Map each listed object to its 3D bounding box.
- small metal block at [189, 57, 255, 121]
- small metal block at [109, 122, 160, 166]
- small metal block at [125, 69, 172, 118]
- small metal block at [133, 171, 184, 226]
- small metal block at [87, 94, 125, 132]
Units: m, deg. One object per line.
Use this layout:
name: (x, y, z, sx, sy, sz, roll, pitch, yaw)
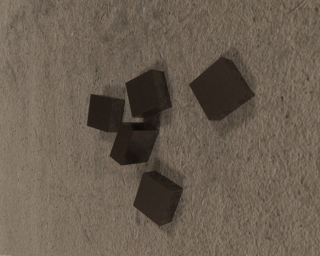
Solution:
small metal block: (0.068, -0.043, 0.347, 0.050, 0.025, 0.050, -39, 67, 32)
small metal block: (-0.034, 0.020, 0.414, 0.025, 0.050, 0.050, 32, 110, 35)
small metal block: (-0.016, -0.045, 0.416, 0.050, 0.025, 0.050, -20, 78, 38)
small metal block: (-0.003, 0.091, 0.406, 0.050, 0.025, 0.050, 28, 107, 36)
small metal block: (-0.083, -0.023, 0.471, 0.050, 0.025, 0.050, 15, 99, 38)
